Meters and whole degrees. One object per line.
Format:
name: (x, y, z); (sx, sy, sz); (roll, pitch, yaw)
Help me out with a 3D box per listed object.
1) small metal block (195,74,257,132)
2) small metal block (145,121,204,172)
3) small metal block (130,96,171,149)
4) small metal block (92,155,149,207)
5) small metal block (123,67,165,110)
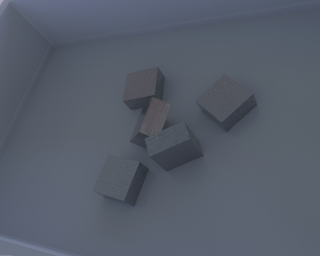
small metal block: (0.081, -0.031, 0.382); (0.050, 0.025, 0.050); (-42, 51, -1)
small metal block: (0.018, 0.023, 0.365); (0.050, 0.050, 0.025); (-25, 55, 12)
small metal block: (-0.013, -0.005, 0.397); (0.025, 0.050, 0.050); (24, 68, -11)
small metal block: (-0.049, 0.065, 0.390); (0.050, 0.025, 0.050); (9, 66, 31)
small metal block: (-0.023, -0.057, 0.451); (0.050, 0.025, 0.050); (-8, 58, 23)
